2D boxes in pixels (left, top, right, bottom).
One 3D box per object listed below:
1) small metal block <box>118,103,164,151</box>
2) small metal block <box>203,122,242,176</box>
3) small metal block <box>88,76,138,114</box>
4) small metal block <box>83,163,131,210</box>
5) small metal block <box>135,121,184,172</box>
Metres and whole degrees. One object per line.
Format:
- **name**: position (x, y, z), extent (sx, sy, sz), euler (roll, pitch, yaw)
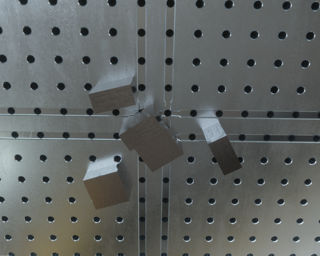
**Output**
- **small metal block**: position (-0.023, -0.002, 0.399), extent (0.050, 0.050, 0.025), euler (-31, 107, 10)
- **small metal block**: position (0.082, 0.026, 0.411), extent (0.025, 0.050, 0.050), euler (-27, 108, 9)
- **small metal block**: position (-0.056, -0.042, 0.384), extent (0.050, 0.050, 0.025), euler (-12, 110, 4)
- **small metal block**: position (-0.075, 0.084, 0.443), extent (0.050, 0.025, 0.050), euler (-16, 110, 5)
- **small metal block**: position (-0.003, 0.024, 0.422), extent (0.050, 0.025, 0.050), euler (-32, 107, 11)
